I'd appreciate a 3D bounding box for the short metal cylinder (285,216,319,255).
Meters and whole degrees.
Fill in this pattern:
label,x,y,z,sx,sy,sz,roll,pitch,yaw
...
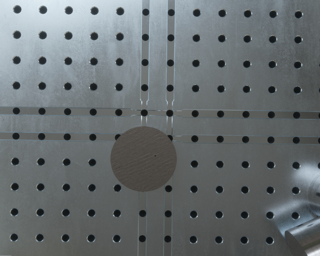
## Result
label,x,y,z,sx,sy,sz,roll,pitch,yaw
short metal cylinder,0.202,0.157,0.387,0.050,0.080,0.080,-24,90,0

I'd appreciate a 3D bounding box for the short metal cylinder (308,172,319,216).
label,x,y,z,sx,sy,sz,roll,pitch,yaw
short metal cylinder,0.245,0.093,0.403,0.081,0.050,0.079,0,90,0

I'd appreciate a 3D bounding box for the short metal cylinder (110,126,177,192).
label,x,y,z,sx,sy,sz,roll,pitch,yaw
short metal cylinder,-0.020,0.037,0.401,0.081,0.050,0.079,0,90,0
